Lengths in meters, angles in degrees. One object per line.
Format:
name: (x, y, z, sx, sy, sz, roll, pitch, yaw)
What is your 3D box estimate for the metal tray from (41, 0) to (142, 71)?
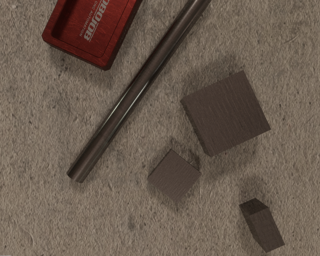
metal tray: (-0.083, -0.152, 0.406, 0.090, 0.030, 0.129, 25, 90, -1)

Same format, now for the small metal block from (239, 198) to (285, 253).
small metal block: (0.130, 0.123, 0.399, 0.025, 0.050, 0.050, -24, 90, 0)

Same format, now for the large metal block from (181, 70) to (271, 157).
large metal block: (0.081, -0.018, 0.399, 0.080, 0.050, 0.080, -25, 90, -1)

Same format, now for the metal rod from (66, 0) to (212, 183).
metal rod: (-0.026, -0.057, 0.409, 0.025, 0.025, 0.299, 35, 90, -1)

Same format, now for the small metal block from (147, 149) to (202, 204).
small metal block: (0.019, 0.063, 0.410, 0.050, 0.025, 0.050, 39, 90, -1)
